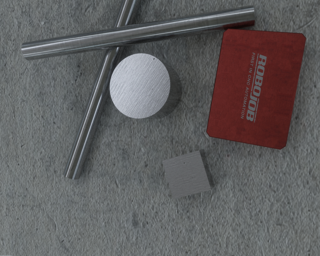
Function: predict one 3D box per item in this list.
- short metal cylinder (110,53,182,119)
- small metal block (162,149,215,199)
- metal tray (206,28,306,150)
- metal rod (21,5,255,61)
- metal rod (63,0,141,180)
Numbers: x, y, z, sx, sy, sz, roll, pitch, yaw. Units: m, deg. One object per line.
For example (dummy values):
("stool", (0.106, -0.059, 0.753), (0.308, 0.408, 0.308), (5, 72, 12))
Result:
("short metal cylinder", (-0.017, -0.051, 0.402), (0.080, 0.050, 0.079), (0, 90, 20))
("small metal block", (0.037, 0.058, 0.396), (0.050, 0.025, 0.050), (-18, 84, 19))
("metal tray", (0.112, -0.046, 0.367), (0.090, 0.030, 0.129), (10, 93, 19))
("metal rod", (-0.036, -0.120, 0.398), (0.301, 0.025, 0.025), (-6, 88, 11))
("metal rod", (-0.078, -0.069, 0.436), (0.025, 0.025, 0.298), (23, 97, 18))
